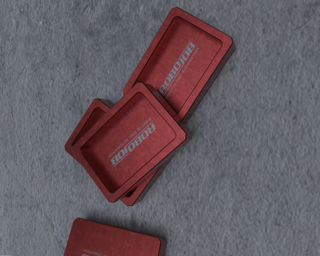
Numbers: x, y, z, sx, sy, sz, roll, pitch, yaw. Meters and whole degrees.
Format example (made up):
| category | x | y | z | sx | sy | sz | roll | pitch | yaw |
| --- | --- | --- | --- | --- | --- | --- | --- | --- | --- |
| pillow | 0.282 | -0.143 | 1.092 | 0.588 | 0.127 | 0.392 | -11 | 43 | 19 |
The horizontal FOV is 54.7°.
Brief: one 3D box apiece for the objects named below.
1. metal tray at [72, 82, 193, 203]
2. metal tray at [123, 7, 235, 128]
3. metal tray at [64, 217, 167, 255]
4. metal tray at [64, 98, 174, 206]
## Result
| category | x | y | z | sx | sy | sz | roll | pitch | yaw |
| --- | --- | --- | --- | --- | --- | --- | --- | --- | --- |
| metal tray | -0.036 | 0.018 | 0.385 | 0.130 | 0.030 | 0.090 | -43 | 77 | 14 |
| metal tray | 0.023 | -0.074 | 0.397 | 0.090 | 0.030 | 0.129 | 36 | 101 | 16 |
| metal tray | -0.064 | 0.178 | 0.412 | 0.130 | 0.030 | 0.090 | 7 | 72 | 19 |
| metal tray | -0.058 | 0.031 | 0.425 | 0.130 | 0.030 | 0.090 | 38 | 102 | 15 |
